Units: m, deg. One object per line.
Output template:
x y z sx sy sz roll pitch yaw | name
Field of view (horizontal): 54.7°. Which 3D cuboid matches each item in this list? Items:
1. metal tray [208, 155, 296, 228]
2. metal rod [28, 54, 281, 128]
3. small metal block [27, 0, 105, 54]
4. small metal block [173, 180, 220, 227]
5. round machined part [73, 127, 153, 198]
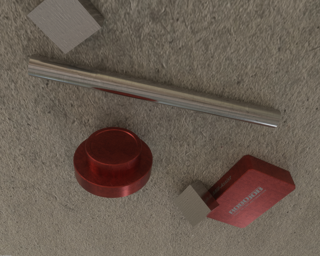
0.136 0.106 0.497 0.091 0.030 0.129 22 126 -19 | metal tray
0.003 -0.041 0.372 0.302 0.025 0.025 11 129 -10 | metal rod
-0.093 -0.112 0.311 0.050 0.025 0.050 -28 125 21 | small metal block
0.057 0.119 0.491 0.025 0.050 0.050 -14 148 -49 | small metal block
-0.058 0.035 0.389 0.099 0.098 0.042 4 130 -4 | round machined part
